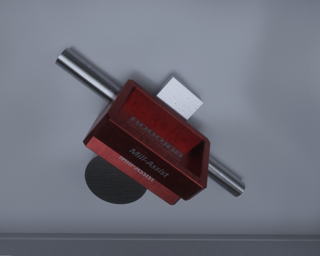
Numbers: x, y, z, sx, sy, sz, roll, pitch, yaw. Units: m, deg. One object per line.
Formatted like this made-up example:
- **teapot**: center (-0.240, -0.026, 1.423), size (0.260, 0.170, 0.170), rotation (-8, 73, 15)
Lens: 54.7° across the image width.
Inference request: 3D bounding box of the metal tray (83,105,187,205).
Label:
- **metal tray**: center (-0.025, 0.029, 0.386), size (0.130, 0.090, 0.030), rotation (37, 106, -13)

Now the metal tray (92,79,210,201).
- **metal tray**: center (-0.002, 0.011, 0.352), size (0.130, 0.090, 0.030), rotation (37, 123, -13)

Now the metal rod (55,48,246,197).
- **metal rod**: center (-0.003, 0.000, 0.411), size (0.301, 0.025, 0.025), rotation (37, 106, -13)

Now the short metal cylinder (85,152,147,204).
- **short metal cylinder**: center (-0.052, 0.053, 0.409), size (0.080, 0.050, 0.079), rotation (2, 117, 4)

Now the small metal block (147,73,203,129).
- **small metal block**: center (0.019, -0.033, 0.398), size (0.050, 0.025, 0.050), rotation (39, 105, -14)
